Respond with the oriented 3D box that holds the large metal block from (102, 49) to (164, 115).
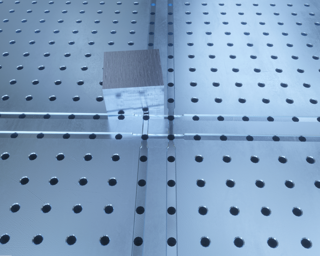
[{"bbox_3d":[-0.038,-0.068,0.448,0.080,0.050,0.080,-4,50,-3],"label":"large metal block"}]
